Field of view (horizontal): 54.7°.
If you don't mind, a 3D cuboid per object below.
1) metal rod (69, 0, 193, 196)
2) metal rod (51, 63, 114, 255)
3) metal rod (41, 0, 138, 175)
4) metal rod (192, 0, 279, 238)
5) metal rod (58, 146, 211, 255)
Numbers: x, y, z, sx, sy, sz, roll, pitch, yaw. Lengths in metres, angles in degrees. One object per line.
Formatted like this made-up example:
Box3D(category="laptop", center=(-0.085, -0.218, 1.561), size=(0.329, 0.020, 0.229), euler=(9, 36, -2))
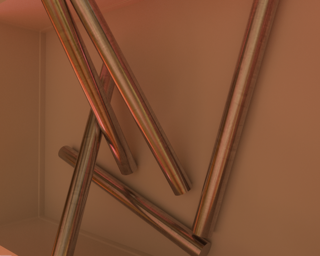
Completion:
Box3D(category="metal rod", center=(-0.040, -0.054, 0.361), size=(0.025, 0.025, 0.299), euler=(-21, 101, 38))
Box3D(category="metal rod", center=(-0.096, 0.038, 0.408), size=(0.025, 0.025, 0.299), euler=(-11, 60, 39))
Box3D(category="metal rod", center=(-0.090, -0.066, 0.379), size=(0.025, 0.025, 0.298), euler=(3, 124, 40))
Box3D(category="metal rod", center=(0.083, -0.020, 0.337), size=(0.025, 0.025, 0.298), euler=(21, 103, 37))
Box3D(category="metal rod", center=(-0.057, 0.094, 0.451), size=(0.300, 0.025, 0.025), euler=(25, 106, 36))
